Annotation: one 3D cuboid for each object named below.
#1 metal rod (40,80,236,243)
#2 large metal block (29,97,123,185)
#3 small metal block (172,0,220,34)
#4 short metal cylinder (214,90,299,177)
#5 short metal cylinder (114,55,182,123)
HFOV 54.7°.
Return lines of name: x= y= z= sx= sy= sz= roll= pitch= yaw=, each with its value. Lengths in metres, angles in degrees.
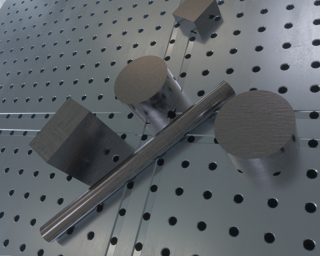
metal rod: x=-0.029 y=0.043 z=0.396 sx=0.300 sy=0.025 sz=0.025 roll=-39 pitch=51 yaw=1
large metal block: x=-0.110 y=0.019 z=0.419 sx=0.050 sy=0.080 sz=0.080 roll=31 pitch=79 yaw=38
small metal block: x=0.057 y=-0.183 z=0.491 sx=0.050 sy=0.025 sz=0.050 roll=-48 pitch=51 yaw=-6
short metal cylinder: x=0.104 y=0.006 z=0.334 sx=0.080 sy=0.050 sz=0.080 roll=-13 pitch=56 yaw=21
short metal cylinder: x=-0.016 y=-0.054 z=0.434 sx=0.080 sy=0.050 sz=0.080 roll=-13 pitch=56 yaw=21
